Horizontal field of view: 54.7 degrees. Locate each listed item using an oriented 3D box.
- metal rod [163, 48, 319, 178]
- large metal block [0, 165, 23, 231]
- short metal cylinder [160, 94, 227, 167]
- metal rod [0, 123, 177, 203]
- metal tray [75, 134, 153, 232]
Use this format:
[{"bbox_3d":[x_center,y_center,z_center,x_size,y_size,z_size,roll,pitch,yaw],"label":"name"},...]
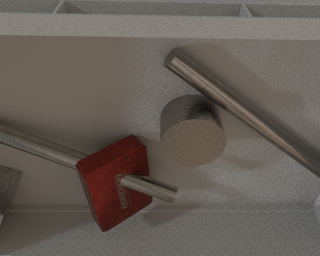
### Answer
[{"bbox_3d":[0.129,-0.007,0.404,0.301,0.025,0.025,31,123,-24],"label":"metal rod"},{"bbox_3d":[-0.252,0.112,0.464,0.050,0.080,0.079,21,127,-17],"label":"large metal block"},{"bbox_3d":[0.041,0.004,0.397,0.081,0.050,0.079,0,130,0],"label":"short metal cylinder"},{"bbox_3d":[-0.119,0.041,0.418,0.302,0.025,0.025,21,127,-9],"label":"metal rod"},{"bbox_3d":[-0.060,0.081,0.443,0.091,0.030,0.129,-27,136,-25],"label":"metal tray"}]
